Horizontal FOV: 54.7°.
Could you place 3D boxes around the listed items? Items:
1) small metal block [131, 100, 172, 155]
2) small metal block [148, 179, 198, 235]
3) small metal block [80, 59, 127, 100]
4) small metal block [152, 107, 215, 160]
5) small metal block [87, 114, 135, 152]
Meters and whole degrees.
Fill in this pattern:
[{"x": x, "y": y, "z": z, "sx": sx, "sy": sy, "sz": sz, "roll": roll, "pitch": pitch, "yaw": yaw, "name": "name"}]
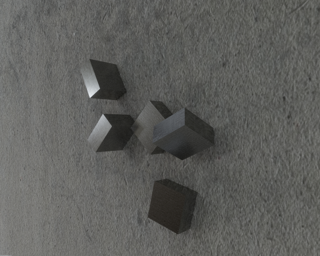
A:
[{"x": -0.005, "y": -0.001, "z": 0.409, "sx": 0.050, "sy": 0.025, "sz": 0.050, "roll": 51, "pitch": 120, "yaw": 27, "name": "small metal block"}, {"x": 0.015, "y": 0.098, "z": 0.392, "sx": 0.050, "sy": 0.025, "sz": 0.050, "roll": 17, "pitch": 101, "yaw": 38, "name": "small metal block"}, {"x": -0.083, "y": -0.070, "z": 0.458, "sx": 0.025, "sy": 0.050, "sz": 0.050, "roll": -34, "pitch": 69, "yaw": 35, "name": "small metal block"}, {"x": 0.027, "y": 0.009, "z": 0.362, "sx": 0.050, "sy": 0.050, "sz": 0.025, "roll": -31, "pitch": 41, "yaw": 36, "name": "small metal block"}, {"x": -0.067, "y": 0.007, "z": 0.444, "sx": 0.025, "sy": 0.050, "sz": 0.050, "roll": 51, "pitch": 120, "yaw": 28, "name": "small metal block"}]
